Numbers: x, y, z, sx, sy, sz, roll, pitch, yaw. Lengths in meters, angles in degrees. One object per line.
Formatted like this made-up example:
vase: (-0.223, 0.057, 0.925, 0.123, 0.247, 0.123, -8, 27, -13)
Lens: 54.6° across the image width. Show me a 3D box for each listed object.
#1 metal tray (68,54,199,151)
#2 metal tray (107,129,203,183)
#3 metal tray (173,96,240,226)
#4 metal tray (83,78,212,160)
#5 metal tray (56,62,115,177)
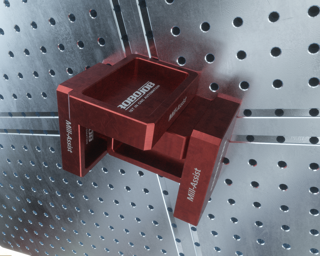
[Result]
metal tray: (-0.022, -0.036, 0.332, 0.090, 0.131, 0.030, 20, 127, 16)
metal tray: (-0.008, 0.016, 0.422, 0.130, 0.030, 0.089, 20, 126, 16)
metal tray: (0.055, 0.039, 0.364, 0.030, 0.090, 0.129, 20, 126, 17)
metal tray: (-0.014, -0.020, 0.364, 0.130, 0.090, 0.030, 20, 126, 16)
metal tray: (-0.091, -0.011, 0.411, 0.030, 0.090, 0.129, 20, 126, 16)
